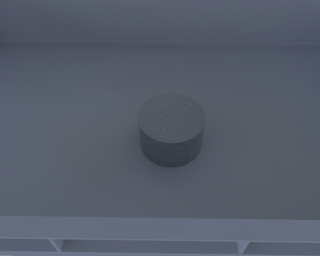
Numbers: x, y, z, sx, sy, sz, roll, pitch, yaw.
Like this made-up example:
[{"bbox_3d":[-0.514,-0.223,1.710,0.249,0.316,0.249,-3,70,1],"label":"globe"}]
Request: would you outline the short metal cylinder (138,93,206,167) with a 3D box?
[{"bbox_3d":[0.014,0.002,0.388,0.080,0.050,0.080,0,50,0],"label":"short metal cylinder"}]
